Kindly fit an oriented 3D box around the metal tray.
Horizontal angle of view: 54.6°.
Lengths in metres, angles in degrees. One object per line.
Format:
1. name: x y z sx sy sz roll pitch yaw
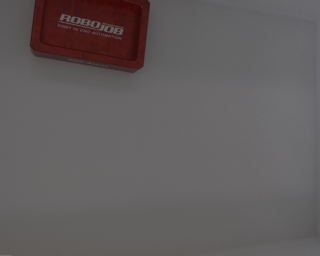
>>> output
1. metal tray: -0.082 -0.123 0.377 0.131 0.030 0.090 6 88 -20
